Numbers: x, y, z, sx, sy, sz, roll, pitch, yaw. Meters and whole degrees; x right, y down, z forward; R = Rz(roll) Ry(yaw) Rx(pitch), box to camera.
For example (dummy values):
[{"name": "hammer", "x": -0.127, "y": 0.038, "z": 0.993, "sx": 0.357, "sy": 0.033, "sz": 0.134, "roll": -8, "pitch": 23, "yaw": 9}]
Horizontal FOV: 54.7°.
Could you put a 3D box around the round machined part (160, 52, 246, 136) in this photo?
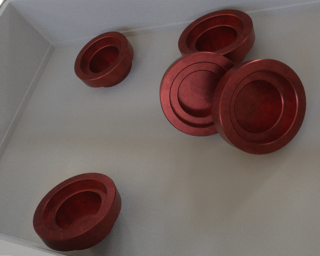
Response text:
[{"name": "round machined part", "x": 0.048, "y": -0.042, "z": 0.371, "sx": 0.098, "sy": 0.098, "sz": 0.042, "roll": -32, "pitch": 15, "yaw": 7}]

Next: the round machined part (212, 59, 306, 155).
[{"name": "round machined part", "x": 0.101, "y": -0.023, "z": 0.333, "sx": 0.098, "sy": 0.098, "sz": 0.042, "roll": -46, "pitch": 16, "yaw": -4}]

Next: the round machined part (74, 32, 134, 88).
[{"name": "round machined part", "x": -0.086, "y": -0.105, "z": 0.502, "sx": 0.098, "sy": 0.042, "sz": 0.098, "roll": -13, "pitch": 56, "yaw": 20}]

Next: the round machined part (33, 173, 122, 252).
[{"name": "round machined part", "x": -0.092, "y": 0.102, "z": 0.364, "sx": 0.098, "sy": 0.042, "sz": 0.098, "roll": -12, "pitch": 33, "yaw": 8}]

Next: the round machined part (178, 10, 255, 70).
[{"name": "round machined part", "x": 0.078, "y": -0.111, "z": 0.416, "sx": 0.098, "sy": 0.042, "sz": 0.098, "roll": -14, "pitch": 48, "yaw": 17}]
